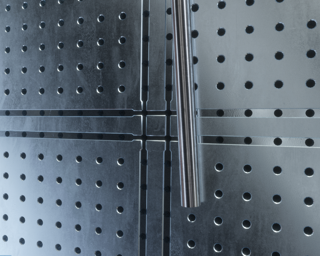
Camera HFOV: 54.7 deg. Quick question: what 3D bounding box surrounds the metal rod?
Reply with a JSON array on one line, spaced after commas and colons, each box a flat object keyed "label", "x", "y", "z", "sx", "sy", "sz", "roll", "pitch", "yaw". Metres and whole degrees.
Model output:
[{"label": "metal rod", "x": 0.032, "y": -0.050, "z": 0.400, "sx": 0.025, "sy": 0.025, "sz": 0.298, "roll": -3, "pitch": 89, "yaw": 19}]
